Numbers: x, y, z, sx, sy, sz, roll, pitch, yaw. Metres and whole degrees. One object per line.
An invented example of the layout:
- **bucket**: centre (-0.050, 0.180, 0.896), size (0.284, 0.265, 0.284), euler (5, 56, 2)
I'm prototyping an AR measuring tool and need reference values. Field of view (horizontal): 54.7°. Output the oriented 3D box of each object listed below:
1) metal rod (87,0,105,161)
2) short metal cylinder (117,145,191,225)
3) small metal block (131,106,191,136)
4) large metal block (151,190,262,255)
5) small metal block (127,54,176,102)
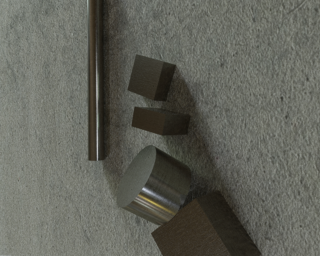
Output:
- **metal rod**: centre (-0.101, -0.099, 0.485), size (0.025, 0.025, 0.298), euler (-1, 89, 39)
- **short metal cylinder**: centre (-0.008, 0.067, 0.368), size (0.080, 0.050, 0.080), euler (-48, 22, 26)
- **small metal block**: centre (0.002, -0.009, 0.386), size (0.050, 0.050, 0.025), euler (16, 100, 38)
- **large metal block**: centre (0.049, 0.129, 0.347), size (0.080, 0.050, 0.080), euler (-47, 63, 29)
- **small metal block**: centre (-0.012, -0.067, 0.413), size (0.050, 0.025, 0.050), euler (25, 105, 37)
